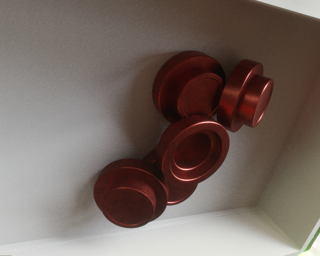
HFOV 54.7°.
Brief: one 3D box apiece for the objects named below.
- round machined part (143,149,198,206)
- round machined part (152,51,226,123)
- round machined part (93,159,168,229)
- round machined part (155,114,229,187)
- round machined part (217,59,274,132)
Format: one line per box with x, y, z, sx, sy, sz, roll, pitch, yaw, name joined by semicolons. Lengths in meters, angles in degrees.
0.017;0.074;0.453;0.099;0.042;0.097;-14;125;-21;round machined part
0.043;-0.044;0.393;0.099;0.042;0.097;-14;125;-21;round machined part
-0.039;0.092;0.405;0.099;0.042;0.097;2;118;4;round machined part
0.038;0.025;0.406;0.099;0.042;0.097;-14;125;-21;round machined part
0.117;-0.039;0.410;0.099;0.042;0.097;-43;146;-38;round machined part
